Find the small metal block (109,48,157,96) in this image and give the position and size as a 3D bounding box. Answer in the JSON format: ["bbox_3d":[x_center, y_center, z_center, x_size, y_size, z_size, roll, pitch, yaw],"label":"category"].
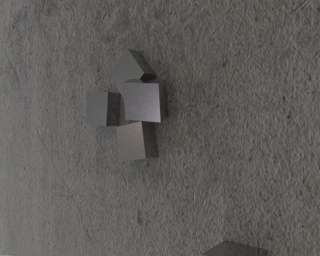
[{"bbox_3d":[-0.039,-0.075,0.438,0.050,0.025,0.050,-48,62,29],"label":"small metal block"}]

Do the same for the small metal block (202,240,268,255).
[{"bbox_3d":[0.079,0.142,0.324,0.050,0.050,0.025,-2,89,40],"label":"small metal block"}]

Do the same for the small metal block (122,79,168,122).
[{"bbox_3d":[-0.019,-0.036,0.403,0.050,0.025,0.050,5,110,22],"label":"small metal block"}]

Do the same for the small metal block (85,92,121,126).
[{"bbox_3d":[-0.088,-0.030,0.478,0.050,0.025,0.050,6,94,39],"label":"small metal block"}]

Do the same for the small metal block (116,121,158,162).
[{"bbox_3d":[-0.032,0.019,0.432,0.050,0.025,0.050,-12,83,39],"label":"small metal block"}]
